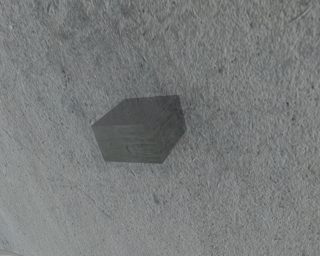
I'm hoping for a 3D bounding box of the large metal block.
[{"bbox_3d":[-0.022,0.000,0.383,0.080,0.080,0.050,-1,118,28],"label":"large metal block"}]
